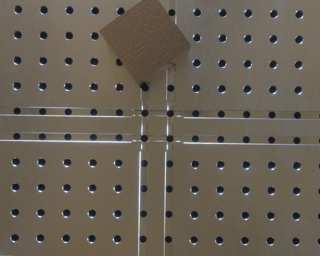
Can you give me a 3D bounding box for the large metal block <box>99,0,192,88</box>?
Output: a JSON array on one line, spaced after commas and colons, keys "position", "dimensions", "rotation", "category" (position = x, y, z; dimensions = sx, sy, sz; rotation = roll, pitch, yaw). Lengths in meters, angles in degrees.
[{"position": [-0.018, -0.109, 0.401], "dimensions": [0.080, 0.050, 0.080], "rotation": [-36, 90, 0], "category": "large metal block"}]
